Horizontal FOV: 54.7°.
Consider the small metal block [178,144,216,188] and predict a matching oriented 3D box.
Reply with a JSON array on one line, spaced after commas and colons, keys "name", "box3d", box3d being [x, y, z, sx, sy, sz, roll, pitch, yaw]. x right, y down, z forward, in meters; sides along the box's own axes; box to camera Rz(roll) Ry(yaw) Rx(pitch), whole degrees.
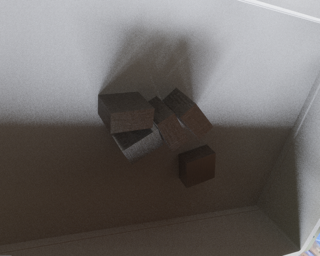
[{"name": "small metal block", "box3d": [0.057, 0.059, 0.479, 0.050, 0.025, 0.050, -17, 126, -19]}]

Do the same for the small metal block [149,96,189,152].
[{"name": "small metal block", "box3d": [0.006, -0.006, 0.394, 0.025, 0.050, 0.050, -35, 129, -6]}]

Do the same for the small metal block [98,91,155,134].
[{"name": "small metal block", "box3d": [-0.041, -0.019, 0.360, 0.050, 0.050, 0.025, -8, 122, -25]}]

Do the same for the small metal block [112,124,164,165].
[{"name": "small metal block", "box3d": [-0.026, 0.016, 0.393, 0.050, 0.025, 0.050, -33, 154, -7]}]

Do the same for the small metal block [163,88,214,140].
[{"name": "small metal block", "box3d": [0.036, -0.019, 0.402, 0.025, 0.050, 0.050, -43, 130, 1]}]
